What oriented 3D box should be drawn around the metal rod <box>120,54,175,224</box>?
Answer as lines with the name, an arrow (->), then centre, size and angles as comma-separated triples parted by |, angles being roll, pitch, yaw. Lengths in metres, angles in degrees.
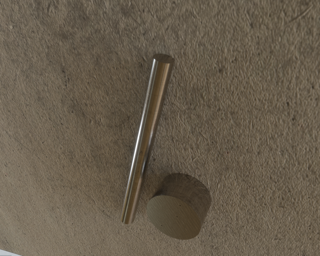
metal rod -> -0.026, 0.037, 0.441 | 0.025, 0.025, 0.298 | 24, 127, 13

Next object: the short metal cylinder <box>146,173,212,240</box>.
short metal cylinder -> 0.028, 0.112, 0.444 | 0.080, 0.050, 0.079 | 13, 124, 20
